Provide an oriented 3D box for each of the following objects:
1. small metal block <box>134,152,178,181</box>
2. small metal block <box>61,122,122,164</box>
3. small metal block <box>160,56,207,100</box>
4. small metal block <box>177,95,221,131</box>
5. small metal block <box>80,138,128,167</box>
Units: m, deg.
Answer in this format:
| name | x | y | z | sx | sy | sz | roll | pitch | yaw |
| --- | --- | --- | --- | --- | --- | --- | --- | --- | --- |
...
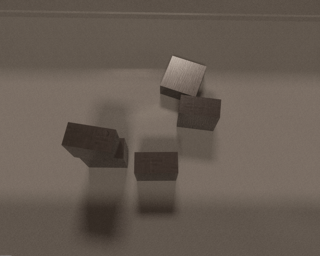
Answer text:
| name | x | y | z | sx | sy | sz | roll | pitch | yaw |
| --- | --- | --- | --- | --- | --- | --- | --- | --- | --- |
| small metal block | -0.004 | 0.048 | 0.379 | 0.050 | 0.050 | 0.025 | 0 | 70 | -1 |
| small metal block | -0.072 | 0.018 | 0.336 | 0.050 | 0.050 | 0.025 | 9 | 71 | 3 |
| small metal block | 0.032 | -0.067 | 0.435 | 0.050 | 0.025 | 0.050 | 19 | 71 | 6 |
| small metal block | 0.049 | -0.019 | 0.404 | 0.050 | 0.050 | 0.025 | 7 | 70 | 2 |
| small metal block | -0.067 | 0.032 | 0.384 | 0.050 | 0.050 | 0.025 | 1 | 70 | 0 |
